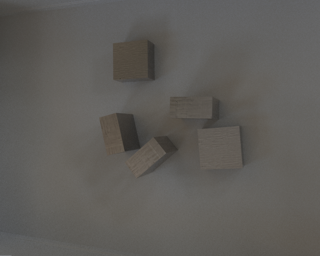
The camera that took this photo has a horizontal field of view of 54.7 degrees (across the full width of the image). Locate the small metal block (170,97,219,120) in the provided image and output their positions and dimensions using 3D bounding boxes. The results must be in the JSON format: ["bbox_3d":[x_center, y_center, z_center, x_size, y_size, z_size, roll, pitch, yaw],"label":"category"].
[{"bbox_3d":[0.044,-0.024,0.381,0.050,0.050,0.025,2,91,19],"label":"small metal block"}]

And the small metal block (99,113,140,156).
[{"bbox_3d":[-0.053,0.008,0.415,0.025,0.050,0.050,-14,85,19],"label":"small metal block"}]

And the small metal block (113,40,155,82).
[{"bbox_3d":[-0.035,-0.090,0.422,0.050,0.025,0.050,0,90,19],"label":"small metal block"}]

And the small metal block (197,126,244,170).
[{"bbox_3d":[0.076,0.024,0.383,0.050,0.025,0.050,-5,88,19],"label":"small metal block"}]

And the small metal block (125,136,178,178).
[{"bbox_3d":[-0.010,0.036,0.400,0.050,0.050,0.025,-42,77,15],"label":"small metal block"}]
